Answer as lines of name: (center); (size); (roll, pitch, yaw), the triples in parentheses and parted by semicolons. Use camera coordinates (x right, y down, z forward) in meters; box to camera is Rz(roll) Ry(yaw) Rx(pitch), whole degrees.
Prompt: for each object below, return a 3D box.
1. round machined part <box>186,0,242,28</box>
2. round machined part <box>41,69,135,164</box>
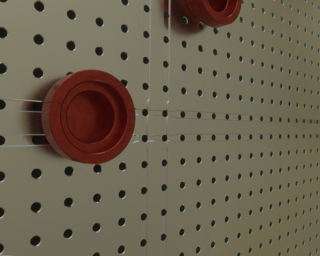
round machined part: (0.076, -0.200, 0.464); (0.099, 0.042, 0.097); (0, 90, -40)
round machined part: (-0.079, -0.011, 0.334); (0.099, 0.042, 0.097); (0, 90, -40)
